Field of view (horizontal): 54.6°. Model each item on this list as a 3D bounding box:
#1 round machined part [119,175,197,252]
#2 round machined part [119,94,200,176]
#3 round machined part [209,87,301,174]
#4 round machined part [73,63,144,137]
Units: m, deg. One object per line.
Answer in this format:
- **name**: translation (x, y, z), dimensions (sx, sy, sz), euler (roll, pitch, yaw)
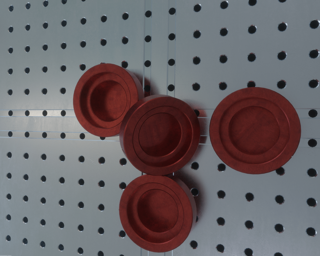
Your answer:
- **round machined part**: translation (0.000, 0.105, 0.404), dimensions (0.098, 0.042, 0.097), euler (0, 90, 20)
- **round machined part**: translation (-0.003, 0.006, 0.387), dimensions (0.099, 0.042, 0.097), euler (-5, 105, -20)
- **round machined part**: translation (0.111, 0.003, 0.365), dimensions (0.098, 0.042, 0.097), euler (0, 90, 20)
- **round machined part**: translation (-0.066, -0.037, 0.427), dimensions (0.098, 0.042, 0.097), euler (0, 90, 20)
